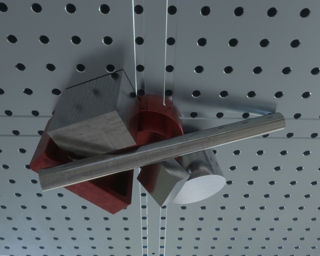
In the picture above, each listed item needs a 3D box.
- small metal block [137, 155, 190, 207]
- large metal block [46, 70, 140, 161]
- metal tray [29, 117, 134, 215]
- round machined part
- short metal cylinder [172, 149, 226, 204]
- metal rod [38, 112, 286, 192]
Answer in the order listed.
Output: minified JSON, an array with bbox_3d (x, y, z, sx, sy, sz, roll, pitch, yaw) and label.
[{"bbox_3d":[0.003,0.062,0.391,0.025,0.050,0.050,-18,144,-45],"label":"small metal block"},{"bbox_3d":[-0.072,-0.015,0.360,0.080,0.080,0.050,-16,128,13],"label":"large metal block"},{"bbox_3d":[-0.092,0.044,0.404,0.030,0.090,0.130,-36,122,26],"label":"metal tray"},{"bbox_3d":[-0.017,0.015,0.417,0.099,0.042,0.097,-1,130,0],"label":"round machined part"},{"bbox_3d":[0.045,0.066,0.436,0.081,0.050,0.080,-12,144,-9],"label":"short metal cylinder"},{"bbox_3d":[0.016,0.024,0.370,0.302,0.025,0.025,-13,132,-15],"label":"metal rod"}]
